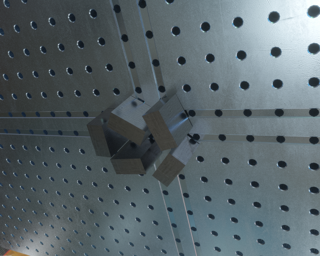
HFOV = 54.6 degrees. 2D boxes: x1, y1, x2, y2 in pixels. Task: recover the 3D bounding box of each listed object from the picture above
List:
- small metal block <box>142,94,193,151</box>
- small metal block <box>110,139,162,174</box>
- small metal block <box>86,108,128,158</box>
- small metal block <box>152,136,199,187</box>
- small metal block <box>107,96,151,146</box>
[{"bbox_3d":[0.011,-0.008,0.384,0.025,0.050,0.050,-17,109,35],"label":"small metal block"},{"bbox_3d":[-0.033,0.040,0.437,0.050,0.050,0.025,-5,116,30],"label":"small metal block"},{"bbox_3d":[-0.072,0.006,0.437,0.025,0.050,0.050,4,121,27],"label":"small metal block"},{"bbox_3d":[0.021,0.042,0.410,0.025,0.050,0.050,37,129,5],"label":"small metal block"},{"bbox_3d":[-0.032,-0.011,0.406,0.050,0.050,0.025,29,129,9],"label":"small metal block"}]
